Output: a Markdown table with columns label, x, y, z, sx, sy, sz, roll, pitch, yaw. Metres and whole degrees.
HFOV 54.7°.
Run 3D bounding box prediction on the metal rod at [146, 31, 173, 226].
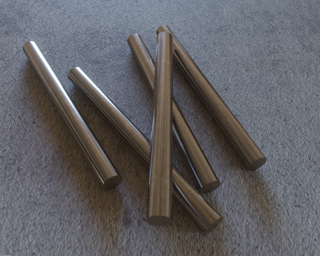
| label | x | y | z | sx | sy | sz | roll | pitch | yaw |
| --- | --- | --- | --- | --- | --- | --- | --- | --- | --- |
| metal rod | 0.003 | -0.026 | 0.391 | 0.025 | 0.025 | 0.300 | 1 | 50 | 1 |

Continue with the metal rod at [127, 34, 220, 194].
| label | x | y | z | sx | sy | sz | roll | pitch | yaw |
| --- | --- | --- | --- | --- | --- | --- | --- | --- | --- |
| metal rod | 0.006 | -0.042 | 0.437 | 0.025 | 0.025 | 0.300 | -15 | 52 | -12 |

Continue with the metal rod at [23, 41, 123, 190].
| label | x | y | z | sx | sy | sz | roll | pitch | yaw |
| --- | --- | --- | --- | --- | --- | --- | --- | --- | --- |
| metal rod | -0.134 | -0.035 | 0.431 | 0.025 | 0.025 | 0.300 | -26 | 55 | -20 |

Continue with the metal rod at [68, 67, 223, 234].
| label | x | y | z | sx | sy | sz | roll | pitch | yaw |
| --- | --- | --- | --- | --- | --- | --- | --- | --- | --- |
| metal rod | -0.036 | 0.010 | 0.394 | 0.025 | 0.025 | 0.300 | -31 | 57 | -23 |

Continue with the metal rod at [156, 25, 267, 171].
| label | x | y | z | sx | sy | sz | roll | pitch | yaw |
| --- | --- | --- | --- | --- | --- | --- | --- | --- | --- |
| metal rod | 0.060 | -0.064 | 0.456 | 0.025 | 0.025 | 0.300 | -17 | 52 | -14 |
